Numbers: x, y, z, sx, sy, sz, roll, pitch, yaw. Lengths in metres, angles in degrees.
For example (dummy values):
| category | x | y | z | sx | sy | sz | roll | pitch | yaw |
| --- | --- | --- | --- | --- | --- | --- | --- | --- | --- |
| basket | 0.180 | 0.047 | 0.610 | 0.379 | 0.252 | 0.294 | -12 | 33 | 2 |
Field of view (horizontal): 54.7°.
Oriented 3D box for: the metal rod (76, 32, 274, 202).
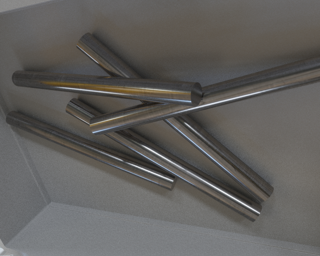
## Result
| category | x | y | z | sx | sy | sz | roll | pitch | yaw |
| --- | --- | --- | --- | --- | --- | --- | --- | --- | --- |
| metal rod | 0.019 | -0.013 | 0.389 | 0.300 | 0.025 | 0.025 | 40 | 129 | 0 |

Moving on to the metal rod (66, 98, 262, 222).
| category | x | y | z | sx | sy | sz | roll | pitch | yaw |
| --- | --- | --- | --- | --- | --- | --- | --- | --- | --- |
| metal rod | -0.001 | 0.040 | 0.432 | 0.301 | 0.025 | 0.025 | 30 | 128 | 8 |

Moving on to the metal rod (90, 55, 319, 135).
| category | x | y | z | sx | sy | sz | roll | pitch | yaw |
| --- | --- | --- | --- | --- | --- | --- | --- | --- | --- |
| metal rod | 0.049 | -0.033 | 0.338 | 0.300 | 0.025 | 0.025 | -13 | 112 | 25 |

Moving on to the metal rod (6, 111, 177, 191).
| category | x | y | z | sx | sy | sz | roll | pitch | yaw |
| --- | --- | --- | --- | --- | --- | --- | --- | --- | --- |
| metal rod | -0.116 | 0.031 | 0.486 | 0.301 | 0.025 | 0.025 | 20 | 126 | 16 |

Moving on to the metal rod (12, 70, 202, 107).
| category | x | y | z | sx | sy | sz | roll | pitch | yaw |
| --- | --- | --- | --- | --- | --- | --- | --- | --- | --- |
| metal rod | -0.089 | -0.055 | 0.393 | 0.300 | 0.025 | 0.025 | 9 | 123 | 32 |
